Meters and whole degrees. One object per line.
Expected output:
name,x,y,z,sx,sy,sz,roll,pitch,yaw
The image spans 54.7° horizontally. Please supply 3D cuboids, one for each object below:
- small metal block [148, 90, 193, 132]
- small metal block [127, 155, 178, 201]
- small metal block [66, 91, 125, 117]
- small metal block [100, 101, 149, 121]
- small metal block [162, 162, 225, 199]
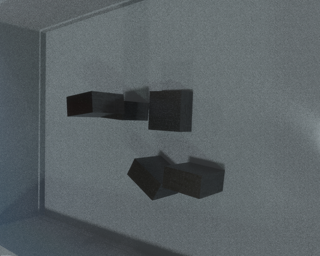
small metal block,0.013,-0.021,0.394,0.050,0.025,0.050,4,92,39
small metal block,-0.004,0.061,0.392,0.050,0.050,0.025,40,114,32
small metal block,-0.081,-0.029,0.390,0.050,0.050,0.025,-5,87,39
small metal block,-0.051,-0.025,0.431,0.050,0.050,0.025,8,95,39
small metal block,0.039,0.059,0.357,0.050,0.050,0.025,9,96,39
